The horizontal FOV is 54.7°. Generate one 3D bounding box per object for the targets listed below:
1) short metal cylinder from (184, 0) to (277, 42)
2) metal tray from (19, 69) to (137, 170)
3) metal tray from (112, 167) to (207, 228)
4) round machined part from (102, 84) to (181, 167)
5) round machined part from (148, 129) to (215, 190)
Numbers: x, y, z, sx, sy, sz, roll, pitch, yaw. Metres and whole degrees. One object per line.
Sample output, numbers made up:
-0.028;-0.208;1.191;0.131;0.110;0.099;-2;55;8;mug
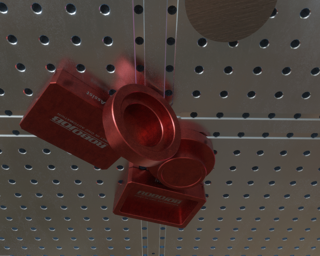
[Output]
0.062;-0.128;0.287;0.081;0.050;0.079;-1;130;0;short metal cylinder
-0.099;-0.005;0.403;0.130;0.030;0.090;33;123;-25;metal tray
-0.002;0.118;0.508;0.131;0.030;0.089;16;128;-14;metal tray
-0.025;0.000;0.366;0.098;0.098;0.042;33;136;-25;round machined part
0.030;0.051;0.445;0.099;0.042;0.097;-1;130;0;round machined part
